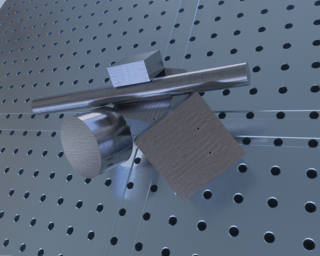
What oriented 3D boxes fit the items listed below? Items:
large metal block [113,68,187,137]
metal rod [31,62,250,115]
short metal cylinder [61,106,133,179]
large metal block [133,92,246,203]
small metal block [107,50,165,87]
[{"bbox_3d":[-0.007,-0.033,0.411,0.080,0.050,0.080,12,67,33],"label":"large metal block"},{"bbox_3d":[-0.043,-0.044,0.389,0.300,0.025,0.025,-5,59,25],"label":"metal rod"},{"bbox_3d":[-0.081,0.017,0.392,0.080,0.079,0.050,21,30,36],"label":"short metal cylinder"},{"bbox_3d":[0.030,0.018,0.334,0.080,0.050,0.080,-39,95,2],"label":"large metal block"},{"bbox_3d":[-0.029,-0.074,0.385,0.050,0.025,0.050,-6,24,25],"label":"small metal block"}]
